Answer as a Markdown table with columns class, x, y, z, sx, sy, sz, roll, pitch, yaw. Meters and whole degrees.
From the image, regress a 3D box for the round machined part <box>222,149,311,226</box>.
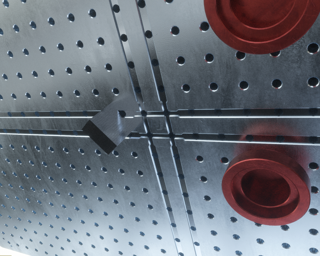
| class | x | y | z | sx | sy | sz | roll | pitch | yaw |
| --- | --- | --- | --- | --- | --- | --- | --- | --- | --- |
| round machined part | 0.128 | 0.067 | 0.374 | 0.098 | 0.042 | 0.097 | 13 | 124 | 21 |

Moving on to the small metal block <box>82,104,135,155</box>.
| class | x | y | z | sx | sy | sz | roll | pitch | yaw |
| --- | --- | --- | --- | --- | --- | --- | --- | --- | --- |
| small metal block | -0.071 | 0.001 | 0.433 | 0.050 | 0.050 | 0.025 | 45 | 129 | -3 |

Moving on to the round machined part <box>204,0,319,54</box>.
| class | x | y | z | sx | sy | sz | roll | pitch | yaw |
| --- | --- | --- | --- | --- | --- | --- | --- | --- | --- |
| round machined part | 0.092 | -0.120 | 0.277 | 0.098 | 0.042 | 0.097 | 13 | 124 | 21 |
